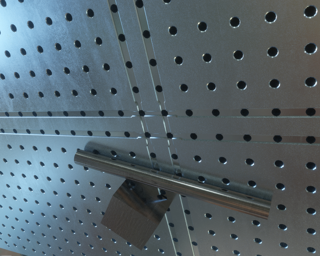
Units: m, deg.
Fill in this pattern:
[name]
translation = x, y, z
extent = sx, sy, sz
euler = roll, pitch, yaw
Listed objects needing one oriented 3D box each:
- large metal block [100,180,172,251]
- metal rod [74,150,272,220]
[large metal block]
translation = -0.040, 0.137, 0.499
extent = 0.080, 0.050, 0.079
euler = 32, 128, 7
[metal rod]
translation = 0.005, 0.077, 0.455
extent = 0.301, 0.025, 0.025
euler = 12, 124, 21
